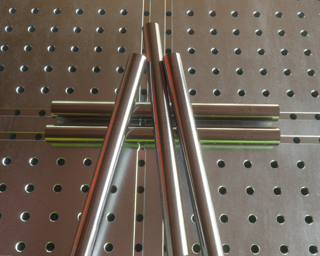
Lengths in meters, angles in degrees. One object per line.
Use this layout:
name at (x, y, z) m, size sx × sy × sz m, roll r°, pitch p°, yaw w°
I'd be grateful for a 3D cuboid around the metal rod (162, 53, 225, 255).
metal rod at (0.042, 0.050, 0.374) m, size 0.025 × 0.025 × 0.299 m, roll -10°, pitch 77°, yaw -4°

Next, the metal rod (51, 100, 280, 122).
metal rod at (0.007, -0.023, 0.420) m, size 0.302 × 0.025 × 0.025 m, roll 1°, pitch 70°, yaw 0°

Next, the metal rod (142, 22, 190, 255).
metal rod at (0.004, -0.001, 0.386) m, size 0.025 × 0.025 × 0.299 m, roll -6°, pitch 70°, yaw -3°

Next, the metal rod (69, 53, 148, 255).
metal rod at (-0.065, 0.049, 0.374) m, size 0.025 × 0.025 × 0.299 m, roll 14°, pitch 77°, yaw 4°

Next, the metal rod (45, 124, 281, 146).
metal rod at (0.004, 0.009, 0.409) m, size 0.302 × 0.025 × 0.025 m, roll 1°, pitch 70°, yaw 0°
